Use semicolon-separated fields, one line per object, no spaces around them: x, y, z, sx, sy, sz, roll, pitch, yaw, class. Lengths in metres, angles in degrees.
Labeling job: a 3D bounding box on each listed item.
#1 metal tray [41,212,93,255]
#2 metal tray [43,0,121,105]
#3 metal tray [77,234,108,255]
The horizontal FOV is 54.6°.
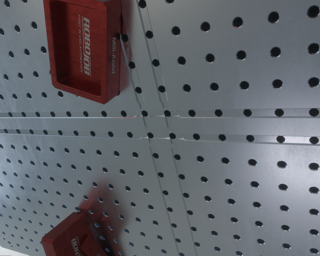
-0.165;0.240;0.593;0.030;0.090;0.129;-2;109;30;metal tray
-0.098;-0.103;0.396;0.090;0.030;0.129;19;126;17;metal tray
-0.152;0.270;0.643;0.090;0.030;0.130;-7;124;31;metal tray
